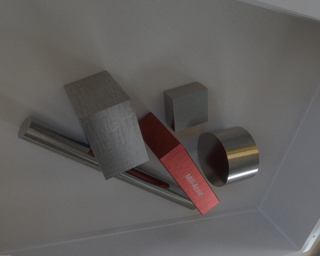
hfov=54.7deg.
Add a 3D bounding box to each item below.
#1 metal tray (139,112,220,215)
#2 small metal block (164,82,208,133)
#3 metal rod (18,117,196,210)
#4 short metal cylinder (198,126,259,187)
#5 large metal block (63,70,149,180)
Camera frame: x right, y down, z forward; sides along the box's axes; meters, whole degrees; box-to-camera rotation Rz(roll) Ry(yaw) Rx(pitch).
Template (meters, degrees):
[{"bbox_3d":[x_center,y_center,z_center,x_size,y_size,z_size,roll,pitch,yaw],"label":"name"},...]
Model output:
[{"bbox_3d":[0.022,0.048,0.407,0.030,0.090,0.130,-38,130,-4],"label":"metal tray"},{"bbox_3d":[0.035,-0.028,0.409,0.050,0.025,0.050,-19,126,-18],"label":"small metal block"},{"bbox_3d":[-0.044,0.062,0.422,0.301,0.025,0.025,32,100,-39],"label":"metal rod"},{"bbox_3d":[0.097,0.041,0.452,0.050,0.080,0.079,-11,123,-22],"label":"short metal cylinder"},{"bbox_3d":[-0.059,-0.005,0.337,0.050,0.080,0.080,-24,128,-14],"label":"large metal block"}]
